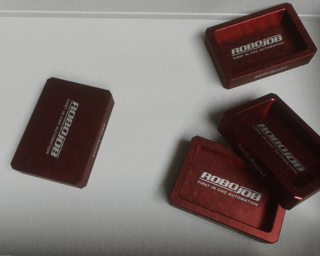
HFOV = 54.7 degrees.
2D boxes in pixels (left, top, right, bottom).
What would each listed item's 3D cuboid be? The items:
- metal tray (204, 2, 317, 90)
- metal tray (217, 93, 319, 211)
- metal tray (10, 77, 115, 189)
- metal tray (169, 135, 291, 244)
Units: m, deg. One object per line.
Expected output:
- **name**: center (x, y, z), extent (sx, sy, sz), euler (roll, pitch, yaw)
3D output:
- **metal tray**: center (0.140, -0.118, 0.444), extent (0.131, 0.030, 0.090), euler (-18, 71, -1)
- **metal tray**: center (0.144, 0.022, 0.373), extent (0.091, 0.030, 0.130), euler (-21, 58, -24)
- **metal tray**: center (-0.122, 0.004, 0.404), extent (0.090, 0.030, 0.130), euler (14, 70, 5)
- **metal tray**: center (0.086, 0.074, 0.380), extent (0.131, 0.030, 0.090), euler (21, 71, 7)
